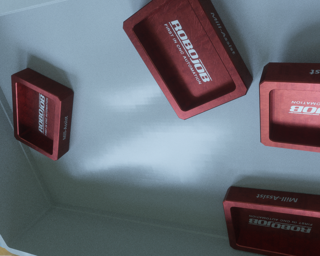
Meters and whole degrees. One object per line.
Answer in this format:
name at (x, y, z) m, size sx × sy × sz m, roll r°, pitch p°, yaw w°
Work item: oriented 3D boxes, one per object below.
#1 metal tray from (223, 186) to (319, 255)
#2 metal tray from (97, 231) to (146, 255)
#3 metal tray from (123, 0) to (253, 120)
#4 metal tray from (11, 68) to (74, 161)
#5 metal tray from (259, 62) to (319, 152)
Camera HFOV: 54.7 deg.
metal tray at (0.154, 0.126, 0.401) m, size 0.130 × 0.030 × 0.089 m, roll 1°, pitch 119°, yaw 28°
metal tray at (-0.078, 0.274, 0.618) m, size 0.090 × 0.030 × 0.129 m, roll 18°, pitch 126°, yaw 17°
metal tray at (0.030, -0.081, 0.338) m, size 0.090 × 0.030 × 0.130 m, roll -23°, pitch 106°, yaw 36°
metal tray at (-0.188, -0.019, 0.492) m, size 0.090 × 0.030 × 0.129 m, roll 26°, pitch 128°, yaw 11°
metal tray at (0.164, -0.015, 0.293) m, size 0.130 × 0.030 × 0.090 m, roll 7°, pitch 138°, yaw 25°
